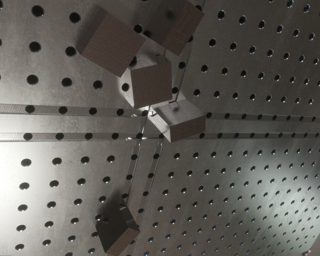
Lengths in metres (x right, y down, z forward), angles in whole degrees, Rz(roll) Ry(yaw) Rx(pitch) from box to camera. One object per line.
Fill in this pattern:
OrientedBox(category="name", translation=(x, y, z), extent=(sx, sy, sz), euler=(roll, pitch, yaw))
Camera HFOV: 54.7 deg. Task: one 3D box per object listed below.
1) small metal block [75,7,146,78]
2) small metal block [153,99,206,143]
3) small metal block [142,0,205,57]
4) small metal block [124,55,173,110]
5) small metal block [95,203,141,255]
OrientedBox(category="small metal block", translation=(-0.052, -0.090, 0.328), extent=(0.050, 0.025, 0.050), euler=(27, 103, -38))
OrientedBox(category="small metal block", translation=(0.025, -0.011, 0.404), extent=(0.050, 0.050, 0.025), euler=(-18, 126, -19))
OrientedBox(category="small metal block", translation=(0.013, -0.112, 0.334), extent=(0.025, 0.050, 0.050), euler=(23, 106, -37))
OrientedBox(category="small metal block", translation=(-0.014, -0.055, 0.371), extent=(0.050, 0.025, 0.050), euler=(-17, 125, -19))
OrientedBox(category="small metal block", translation=(-0.063, 0.149, 0.455), extent=(0.050, 0.050, 0.025), euler=(-48, 129, 5))
